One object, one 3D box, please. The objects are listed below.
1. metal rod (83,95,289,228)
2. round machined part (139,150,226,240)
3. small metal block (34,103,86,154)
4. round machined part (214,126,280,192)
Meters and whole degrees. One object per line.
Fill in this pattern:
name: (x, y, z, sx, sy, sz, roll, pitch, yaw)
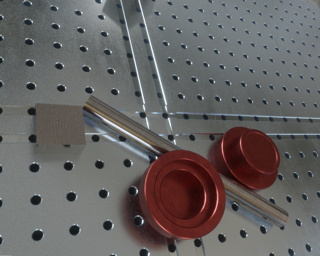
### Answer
metal rod: (0.038, 0.047, 0.399, 0.301, 0.025, 0.025, 31, 52, -8)
round machined part: (0.022, 0.078, 0.357, 0.099, 0.042, 0.098, 9, 64, -19)
small metal block: (-0.113, 0.001, 0.346, 0.050, 0.025, 0.050, 2, 61, -27)
round machined part: (0.131, 0.040, 0.443, 0.099, 0.042, 0.098, 14, 56, -21)
